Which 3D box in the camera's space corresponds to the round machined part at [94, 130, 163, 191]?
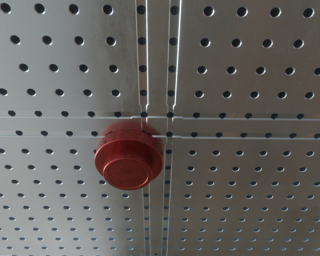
[{"bbox_3d":[-0.044,0.052,0.444,0.099,0.042,0.097,0,130,0],"label":"round machined part"}]
